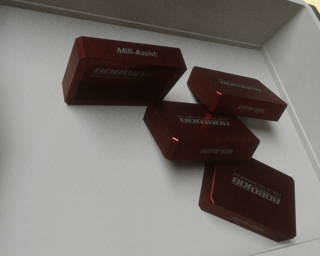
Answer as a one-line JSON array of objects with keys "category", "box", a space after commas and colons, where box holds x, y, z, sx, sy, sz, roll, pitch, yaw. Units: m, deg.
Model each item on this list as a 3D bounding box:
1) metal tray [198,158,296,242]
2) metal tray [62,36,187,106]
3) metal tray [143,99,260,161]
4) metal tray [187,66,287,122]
[{"category": "metal tray", "box": [0.121, 0.087, 0.417, 0.131, 0.030, 0.090, 26, 52, -13]}, {"category": "metal tray", "box": [-0.044, -0.064, 0.379, 0.131, 0.090, 0.030, -1, 63, -29]}, {"category": "metal tray", "box": [0.054, 0.002, 0.407, 0.131, 0.030, 0.090, 3, 34, -27]}, {"category": "metal tray", "box": [0.117, -0.052, 0.476, 0.131, 0.030, 0.090, 6, 32, -26]}]
